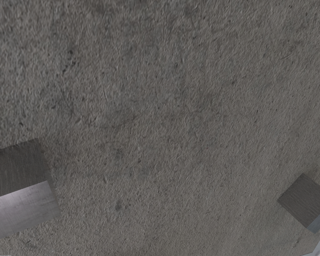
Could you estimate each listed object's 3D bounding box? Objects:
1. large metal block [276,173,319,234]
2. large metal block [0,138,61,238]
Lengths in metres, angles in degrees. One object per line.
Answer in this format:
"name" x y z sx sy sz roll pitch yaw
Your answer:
"large metal block" 0.304 0.153 0.631 0.050 0.080 0.080 34 99 -39
"large metal block" -0.157 0.063 0.324 0.081 0.080 0.050 -19 126 -18
